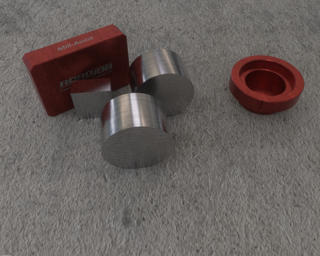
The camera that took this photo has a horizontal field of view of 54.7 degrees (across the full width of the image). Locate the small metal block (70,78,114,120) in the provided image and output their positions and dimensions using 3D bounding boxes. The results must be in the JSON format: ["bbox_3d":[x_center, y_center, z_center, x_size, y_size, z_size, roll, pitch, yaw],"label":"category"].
[{"bbox_3d":[-0.089,-0.039,0.419,0.050,0.050,0.025,-5,51,-4],"label":"small metal block"}]

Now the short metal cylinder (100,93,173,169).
[{"bbox_3d":[-0.029,0.005,0.363,0.081,0.080,0.050,-7,51,-6],"label":"short metal cylinder"}]

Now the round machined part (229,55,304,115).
[{"bbox_3d":[0.148,-0.057,0.441,0.099,0.042,0.098,0,50,0],"label":"round machined part"}]

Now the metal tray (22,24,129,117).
[{"bbox_3d":[-0.107,-0.078,0.426,0.131,0.090,0.030,-27,55,-21],"label":"metal tray"}]

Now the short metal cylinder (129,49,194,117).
[{"bbox_3d":[0.001,-0.058,0.417,0.081,0.080,0.050,-9,51,-8],"label":"short metal cylinder"}]
